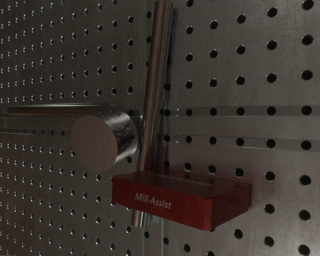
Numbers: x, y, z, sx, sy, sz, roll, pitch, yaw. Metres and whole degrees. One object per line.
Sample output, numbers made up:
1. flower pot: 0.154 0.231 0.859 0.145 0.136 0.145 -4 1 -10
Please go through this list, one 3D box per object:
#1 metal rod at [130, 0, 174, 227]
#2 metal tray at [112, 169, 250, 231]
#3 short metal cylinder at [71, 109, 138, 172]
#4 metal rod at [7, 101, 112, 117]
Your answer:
1. metal rod: -0.011 -0.014 0.416 0.025 0.025 0.298 11 97 39
2. metal tray: 0.021 0.073 0.347 0.130 0.091 0.030 4 93 39
3. short metal cylinder: -0.078 0.016 0.442 0.080 0.050 0.079 8 107 27
4. metal rod: -0.199 -0.033 0.569 0.300 0.025 0.025 2 92 39
